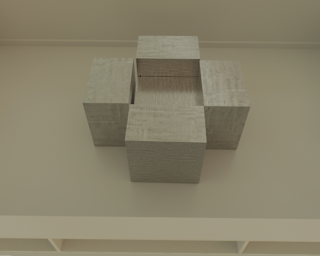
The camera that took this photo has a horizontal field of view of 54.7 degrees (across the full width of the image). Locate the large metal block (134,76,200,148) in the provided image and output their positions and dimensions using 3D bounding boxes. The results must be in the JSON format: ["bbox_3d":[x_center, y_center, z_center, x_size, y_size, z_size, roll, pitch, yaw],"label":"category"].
[{"bbox_3d":[0.009,-0.022,0.404,0.080,0.050,0.080,1,50,0],"label":"large metal block"}]

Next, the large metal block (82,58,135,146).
[{"bbox_3d":[-0.059,-0.032,0.395,0.050,0.080,0.080,1,50,1],"label":"large metal block"}]

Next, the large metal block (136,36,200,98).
[{"bbox_3d":[0.011,-0.081,0.435,0.080,0.080,0.050,1,50,0],"label":"large metal block"}]

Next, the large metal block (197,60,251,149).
[{"bbox_3d":[0.074,-0.029,0.393,0.050,0.080,0.080,1,50,1],"label":"large metal block"}]

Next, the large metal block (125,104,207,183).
[{"bbox_3d":[0.006,0.020,0.351,0.080,0.080,0.050,1,50,1],"label":"large metal block"}]
